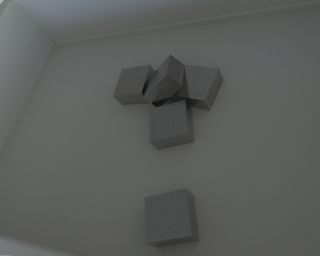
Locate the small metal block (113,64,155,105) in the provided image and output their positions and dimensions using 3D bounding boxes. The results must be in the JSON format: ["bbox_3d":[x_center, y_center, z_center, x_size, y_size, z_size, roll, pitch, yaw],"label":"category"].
[{"bbox_3d":[-0.036,-0.064,0.460,0.050,0.025,0.050,-2,61,30],"label":"small metal block"}]

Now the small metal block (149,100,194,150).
[{"bbox_3d":[0.015,-0.004,0.399,0.050,0.025,0.050,-13,56,20],"label":"small metal block"}]

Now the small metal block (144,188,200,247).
[{"bbox_3d":[0.012,0.099,0.338,0.050,0.025,0.050,-16,55,18],"label":"small metal block"}]

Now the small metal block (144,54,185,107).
[{"bbox_3d":[0.006,-0.063,0.418,0.050,0.025,0.050,-42,25,37],"label":"small metal block"}]

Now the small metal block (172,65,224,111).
[{"bbox_3d":[0.050,-0.054,0.412,0.050,0.025,0.050,14,69,33],"label":"small metal block"}]
